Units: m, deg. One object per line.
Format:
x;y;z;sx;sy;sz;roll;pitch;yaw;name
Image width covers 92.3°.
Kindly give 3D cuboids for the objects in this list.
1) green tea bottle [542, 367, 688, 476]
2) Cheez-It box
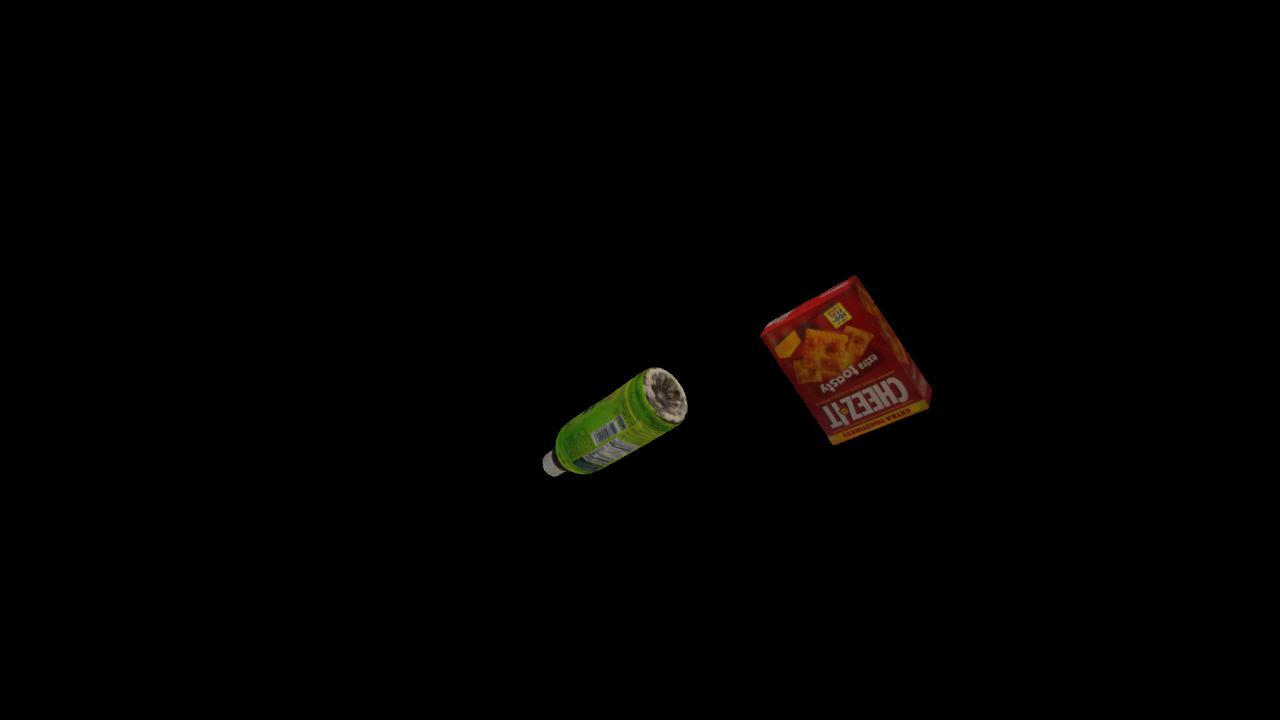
-0.041;0.084;0.708;0.212;0.073;0.073;-34;-21;34;green tea bottle
0.319;0.005;0.961;0.166;0.223;0.071;-30;8;36;Cheez-It box
